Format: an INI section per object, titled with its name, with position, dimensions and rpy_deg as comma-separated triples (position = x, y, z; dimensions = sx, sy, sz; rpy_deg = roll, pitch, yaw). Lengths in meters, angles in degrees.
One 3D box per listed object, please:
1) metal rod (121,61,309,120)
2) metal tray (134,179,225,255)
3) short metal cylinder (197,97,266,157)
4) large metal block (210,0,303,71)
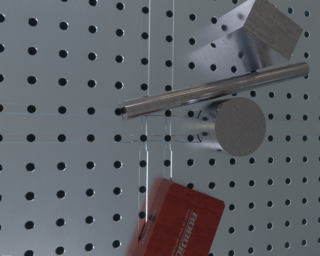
[metal rod]
position = 0.092, -0.058, 0.446
dimensions = 0.302, 0.025, 0.025
rpy_deg = -15, 95, -20
[metal tray]
position = 0.025, 0.146, 0.420
dimensions = 0.090, 0.030, 0.130
rpy_deg = 24, 82, -19
[short metal cylinder]
position = 0.100, -0.002, 0.436
dimensions = 0.081, 0.050, 0.079
rpy_deg = 0, 90, -20
[large metal block]
position = 0.132, -0.128, 0.432
dimensions = 0.080, 0.080, 0.050
rpy_deg = 29, 81, -18
